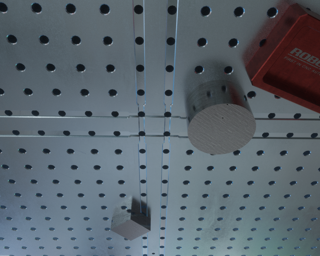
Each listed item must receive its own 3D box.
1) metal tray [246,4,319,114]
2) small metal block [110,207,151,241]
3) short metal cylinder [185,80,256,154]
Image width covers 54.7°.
[{"bbox_3d":[0.178,-0.070,0.351,0.131,0.030,0.089,19,128,-16],"label":"metal tray"},{"bbox_3d":[-0.052,0.174,0.559,0.050,0.025,0.050,-35,123,25],"label":"small metal block"},{"bbox_3d":[0.073,-0.013,0.386,0.081,0.050,0.079,0,130,0],"label":"short metal cylinder"}]
